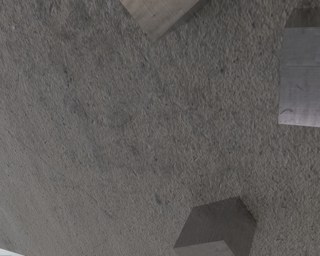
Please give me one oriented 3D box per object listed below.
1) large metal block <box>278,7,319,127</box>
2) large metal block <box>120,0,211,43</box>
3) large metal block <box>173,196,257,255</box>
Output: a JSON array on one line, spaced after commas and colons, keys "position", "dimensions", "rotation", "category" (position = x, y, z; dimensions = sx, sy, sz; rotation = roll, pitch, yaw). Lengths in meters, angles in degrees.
[{"position": [0.135, -0.055, 0.266], "dimensions": [0.050, 0.080, 0.079], "rotation": [6, 121, 25], "category": "large metal block"}, {"position": [0.021, -0.131, 0.279], "dimensions": [0.080, 0.080, 0.050], "rotation": [-33, 100, 38], "category": "large metal block"}, {"position": [0.076, 0.146, 0.421], "dimensions": [0.080, 0.080, 0.050], "rotation": [-26, 104, 37], "category": "large metal block"}]
